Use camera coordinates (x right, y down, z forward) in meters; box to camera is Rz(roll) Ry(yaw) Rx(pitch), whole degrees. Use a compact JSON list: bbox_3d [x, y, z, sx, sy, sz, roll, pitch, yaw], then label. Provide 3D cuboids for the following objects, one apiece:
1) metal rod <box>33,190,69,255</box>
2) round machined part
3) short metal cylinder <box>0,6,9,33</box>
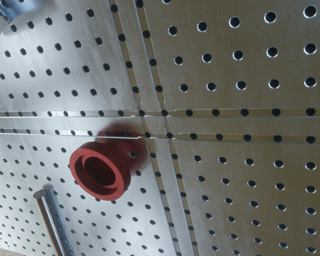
[{"bbox_3d":[-0.225,0.261,0.687,0.025,0.025,0.298,8,122,24],"label":"metal rod"},{"bbox_3d":[-0.088,0.062,0.483,0.098,0.042,0.097,13,124,20],"label":"round machined part"},{"bbox_3d":[-0.255,-0.149,0.415,0.080,0.080,0.050,-25,105,36],"label":"short metal cylinder"}]
